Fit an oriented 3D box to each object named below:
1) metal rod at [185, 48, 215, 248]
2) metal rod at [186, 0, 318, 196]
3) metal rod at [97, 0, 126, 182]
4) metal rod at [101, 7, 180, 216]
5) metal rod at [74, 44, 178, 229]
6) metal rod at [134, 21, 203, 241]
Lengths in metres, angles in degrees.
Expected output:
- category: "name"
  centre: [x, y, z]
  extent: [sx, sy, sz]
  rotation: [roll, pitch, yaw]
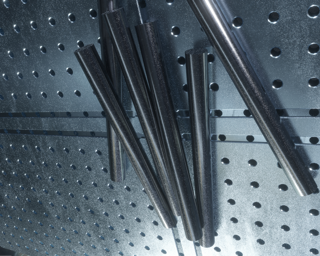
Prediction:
- category: "metal rod"
  centre: [0.056, 0.046, 0.410]
  extent: [0.025, 0.025, 0.298]
  rotation: [7, 122, 24]
- category: "metal rod"
  centre: [0.092, -0.050, 0.331]
  extent: [0.025, 0.025, 0.299]
  rotation: [-24, 106, 36]
- category: "metal rod"
  centre: [-0.062, -0.048, 0.415]
  extent: [0.025, 0.025, 0.298]
  rotation: [15, 125, 20]
- category: "metal rod"
  centre: [-0.011, -0.001, 0.404]
  extent: [0.025, 0.025, 0.299]
  rotation: [-1, 122, 29]
- category: "metal rod"
  centre: [-0.036, 0.029, 0.428]
  extent: [0.025, 0.025, 0.299]
  rotation: [-5, 122, 31]
- category: "metal rod"
  centre: [0.017, 0.019, 0.398]
  extent: [0.025, 0.025, 0.298]
  rotation: [-2, 113, 29]
